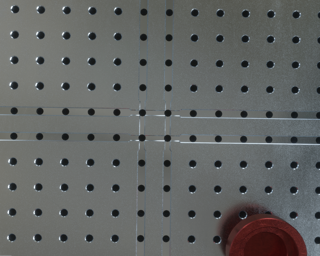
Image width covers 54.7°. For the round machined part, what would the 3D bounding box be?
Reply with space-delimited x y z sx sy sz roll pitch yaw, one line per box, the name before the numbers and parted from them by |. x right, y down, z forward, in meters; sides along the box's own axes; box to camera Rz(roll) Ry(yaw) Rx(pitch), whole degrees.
round machined part | 0.135 0.161 0.407 0.099 0.042 0.097 0 90 -1
